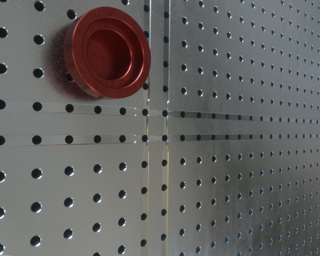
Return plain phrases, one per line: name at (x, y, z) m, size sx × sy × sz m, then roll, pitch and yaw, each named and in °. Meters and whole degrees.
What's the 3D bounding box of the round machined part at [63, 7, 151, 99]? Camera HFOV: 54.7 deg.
round machined part at (-0.061, -0.081, 0.348) m, size 0.099 × 0.042 × 0.097 m, roll 0°, pitch 90°, yaw -40°
